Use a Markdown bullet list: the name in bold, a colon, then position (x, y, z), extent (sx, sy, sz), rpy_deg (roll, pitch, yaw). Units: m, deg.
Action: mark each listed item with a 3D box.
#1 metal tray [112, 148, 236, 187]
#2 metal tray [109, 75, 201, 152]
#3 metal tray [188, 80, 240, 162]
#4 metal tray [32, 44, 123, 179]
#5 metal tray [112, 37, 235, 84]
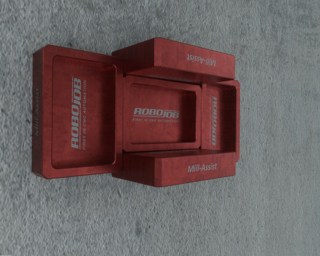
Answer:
- **metal tray**: position (0.019, 0.044, 0.380), extent (0.131, 0.090, 0.030), rpy_deg (0, 90, -40)
- **metal tray**: position (-0.002, -0.016, 0.404), extent (0.131, 0.030, 0.089), rpy_deg (1, 90, -40)
- **metal tray**: position (0.084, -0.011, 0.476), extent (0.091, 0.030, 0.129), rpy_deg (1, 90, -40)
- **metal tray**: position (-0.086, -0.015, 0.332), extent (0.091, 0.030, 0.129), rpy_deg (1, 90, -40)
- **metal tray**: position (0.018, -0.076, 0.381), extent (0.131, 0.090, 0.030), rpy_deg (0, 90, -40)
